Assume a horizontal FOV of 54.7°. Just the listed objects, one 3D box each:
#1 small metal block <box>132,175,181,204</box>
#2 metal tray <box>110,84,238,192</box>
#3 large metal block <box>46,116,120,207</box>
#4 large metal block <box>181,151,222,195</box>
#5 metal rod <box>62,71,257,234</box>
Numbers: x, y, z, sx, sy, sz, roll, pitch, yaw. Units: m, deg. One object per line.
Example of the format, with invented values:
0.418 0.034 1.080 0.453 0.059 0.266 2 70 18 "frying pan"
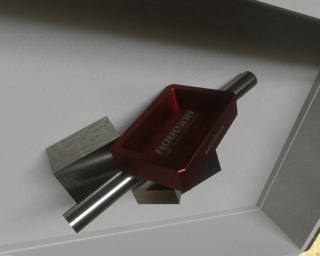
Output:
0.000 0.062 0.368 0.050 0.050 0.025 -5 129 17 "small metal block"
0.020 0.002 0.344 0.131 0.090 0.030 -50 139 -36 "metal tray"
-0.077 0.046 0.375 0.080 0.050 0.080 -30 129 -10 "large metal block"
0.032 0.040 0.435 0.080 0.050 0.080 -30 129 -10 "large metal block"
0.017 0.015 0.379 0.302 0.025 0.025 -38 131 -23 "metal rod"
